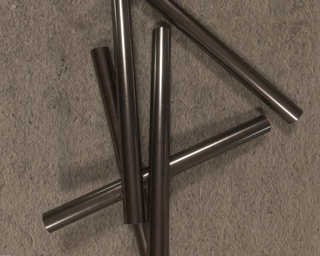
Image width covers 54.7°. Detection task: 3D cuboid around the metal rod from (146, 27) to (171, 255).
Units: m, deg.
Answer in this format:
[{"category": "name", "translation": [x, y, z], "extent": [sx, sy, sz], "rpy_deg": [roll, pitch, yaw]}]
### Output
[{"category": "metal rod", "translation": [0.000, 0.017, 0.372], "extent": [0.025, 0.025, 0.299], "rpy_deg": [1, 75, -1]}]

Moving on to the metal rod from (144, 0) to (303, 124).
[{"category": "metal rod", "translation": [0.066, -0.112, 0.410], "extent": [0.300, 0.025, 0.025], "rpy_deg": [40, 90, -1]}]

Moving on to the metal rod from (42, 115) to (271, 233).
[{"category": "metal rod", "translation": [0.003, 0.053, 0.390], "extent": [0.302, 0.025, 0.025], "rpy_deg": [-23, 90, -9]}]

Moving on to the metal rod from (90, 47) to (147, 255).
[{"category": "metal rod", "translation": [-0.044, 0.042, 0.409], "extent": [0.025, 0.025, 0.298], "rpy_deg": [-14, 90, 0]}]

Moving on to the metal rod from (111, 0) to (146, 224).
[{"category": "metal rod", "translation": [-0.041, -0.039, 0.379], "extent": [0.025, 0.025, 0.298], "rpy_deg": [-5, 78, -1]}]
